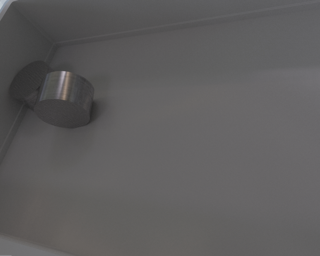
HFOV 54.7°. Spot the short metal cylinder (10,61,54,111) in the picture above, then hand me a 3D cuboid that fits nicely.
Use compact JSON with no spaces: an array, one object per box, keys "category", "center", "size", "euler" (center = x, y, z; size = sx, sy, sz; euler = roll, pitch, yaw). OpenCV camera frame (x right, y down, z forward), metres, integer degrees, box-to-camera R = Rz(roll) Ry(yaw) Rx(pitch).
[{"category":"short metal cylinder","center":[-0.213,-0.071,0.546],"size":[0.080,0.050,0.080],"euler":[-13,56,21]}]

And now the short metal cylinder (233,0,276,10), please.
[{"category":"short metal cylinder","center":[0.140,-0.222,0.455],"size":[0.080,0.050,0.080],"euler":[-13,56,21]}]

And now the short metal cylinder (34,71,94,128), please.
[{"category":"short metal cylinder","center":[-0.144,-0.041,0.472],"size":[0.080,0.080,0.050],"euler":[-12,57,22]}]
